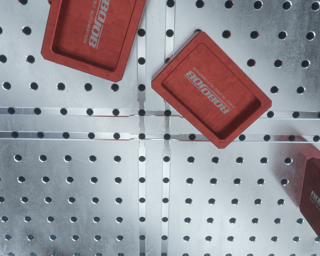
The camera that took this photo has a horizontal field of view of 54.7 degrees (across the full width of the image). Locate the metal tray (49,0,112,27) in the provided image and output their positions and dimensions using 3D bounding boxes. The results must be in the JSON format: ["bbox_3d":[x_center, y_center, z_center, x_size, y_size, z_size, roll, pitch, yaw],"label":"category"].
[{"bbox_3d":[-0.075,-0.189,0.339,0.090,0.030,0.129,30,107,-11],"label":"metal tray"}]

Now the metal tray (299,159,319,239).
[{"bbox_3d":[0.228,0.106,0.400,0.030,0.130,0.089,-1,110,0],"label":"metal tray"}]

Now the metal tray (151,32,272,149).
[{"bbox_3d":[0.064,-0.046,0.394,0.130,0.030,0.090,41,105,-14],"label":"metal tray"}]

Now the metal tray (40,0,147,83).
[{"bbox_3d":[-0.066,-0.124,0.331,0.091,0.030,0.129,18,109,-7],"label":"metal tray"}]
